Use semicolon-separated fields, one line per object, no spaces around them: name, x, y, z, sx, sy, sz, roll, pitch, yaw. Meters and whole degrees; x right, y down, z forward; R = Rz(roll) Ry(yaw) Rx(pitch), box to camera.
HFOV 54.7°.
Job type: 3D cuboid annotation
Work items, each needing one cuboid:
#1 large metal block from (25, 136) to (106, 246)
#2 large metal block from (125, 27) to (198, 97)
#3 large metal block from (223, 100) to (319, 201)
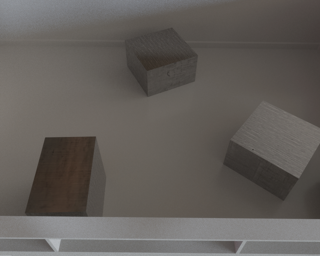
large metal block;-0.088;0.065;0.314;0.050;0.080;0.080;-1;50;-1
large metal block;0.001;-0.103;0.475;0.081;0.050;0.080;-21;53;-17
large metal block;0.135;0.024;0.370;0.080;0.050;0.080;32;57;23
